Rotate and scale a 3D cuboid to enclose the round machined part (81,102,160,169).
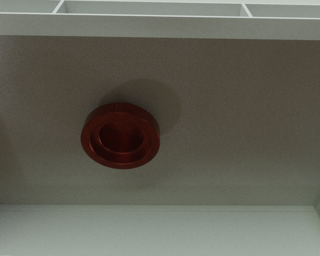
[{"bbox_3d":[-0.049,0.006,0.402,0.099,0.042,0.097,-1,130,0],"label":"round machined part"}]
